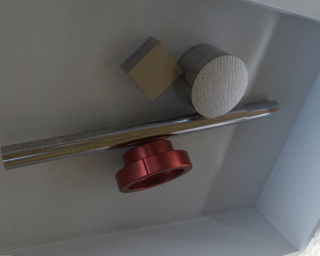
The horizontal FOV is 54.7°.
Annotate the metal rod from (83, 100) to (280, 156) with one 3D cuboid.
[{"bbox_3d":[0.044,-0.005,0.431,0.303,0.025,0.025,-11,123,-23],"label":"metal rod"}]

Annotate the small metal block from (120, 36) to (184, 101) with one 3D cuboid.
[{"bbox_3d":[-0.009,-0.069,0.362,0.050,0.025,0.050,-44,130,2],"label":"small metal block"}]

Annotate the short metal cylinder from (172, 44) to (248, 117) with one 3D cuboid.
[{"bbox_3d":[0.062,-0.060,0.391,0.081,0.050,0.079,-14,124,-21],"label":"short metal cylinder"}]

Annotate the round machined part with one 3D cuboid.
[{"bbox_3d":[-0.011,0.048,0.403,0.099,0.042,0.098,-18,161,-6],"label":"round machined part"}]

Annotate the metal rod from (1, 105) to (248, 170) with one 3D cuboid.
[{"bbox_3d":[-0.023,0.005,0.374,0.303,0.025,0.025,-11,123,-23],"label":"metal rod"}]
